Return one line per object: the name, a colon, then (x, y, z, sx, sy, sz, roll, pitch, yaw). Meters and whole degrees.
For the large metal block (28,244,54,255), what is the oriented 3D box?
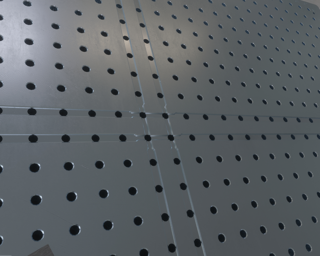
large metal block: (-0.110, 0.152, 0.240, 0.081, 0.050, 0.080, -24, 75, -37)
